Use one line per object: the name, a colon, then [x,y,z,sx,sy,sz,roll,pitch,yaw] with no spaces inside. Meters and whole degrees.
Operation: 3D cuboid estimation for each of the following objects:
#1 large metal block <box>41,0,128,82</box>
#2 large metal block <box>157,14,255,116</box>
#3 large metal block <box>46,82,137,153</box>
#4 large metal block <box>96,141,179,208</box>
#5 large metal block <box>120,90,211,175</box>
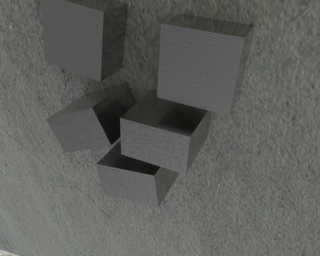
large metal block: [-0.089,-0.112,0.367,0.080,0.050,0.079,21,126,15]
large metal block: [0.046,-0.068,0.324,0.080,0.050,0.079,16,125,18]
large metal block: [-0.083,-0.014,0.404,0.080,0.080,0.050,-10,113,32]
large metal block: [-0.024,0.052,0.415,0.080,0.080,0.050,8,122,24]
large metal block: [0.009,0.001,0.366,0.080,0.080,0.050,15,125,19]
